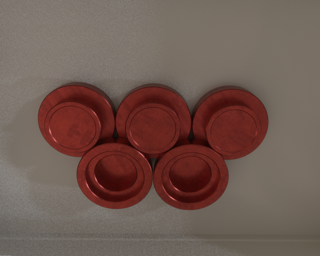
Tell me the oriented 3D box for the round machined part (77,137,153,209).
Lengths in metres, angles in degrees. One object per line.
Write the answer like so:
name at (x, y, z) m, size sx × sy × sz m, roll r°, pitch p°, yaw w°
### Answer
round machined part at (-0.059, 0.057, 0.421) m, size 0.099 × 0.042 × 0.097 m, roll 0°, pitch 110°, yaw 0°

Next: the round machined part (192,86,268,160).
round machined part at (0.091, -0.002, 0.399) m, size 0.099 × 0.042 × 0.097 m, roll 0°, pitch 109°, yaw 0°

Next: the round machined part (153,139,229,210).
round machined part at (0.040, 0.059, 0.422) m, size 0.099 × 0.042 × 0.097 m, roll 0°, pitch 110°, yaw 0°

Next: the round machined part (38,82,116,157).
round machined part at (-0.107, -0.007, 0.396) m, size 0.099 × 0.042 × 0.097 m, roll 0°, pitch 109°, yaw -1°

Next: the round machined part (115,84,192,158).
round machined part at (-0.009, -0.005, 0.398) m, size 0.099 × 0.042 × 0.097 m, roll 0°, pitch 109°, yaw 0°
